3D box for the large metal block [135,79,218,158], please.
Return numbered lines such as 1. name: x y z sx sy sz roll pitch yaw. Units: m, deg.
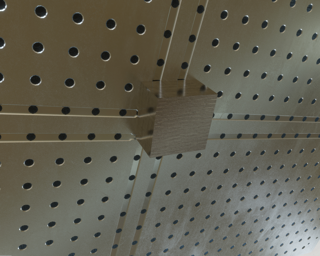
1. large metal block: 0.018 -0.014 0.396 0.081 0.050 0.079 -6 121 -25
